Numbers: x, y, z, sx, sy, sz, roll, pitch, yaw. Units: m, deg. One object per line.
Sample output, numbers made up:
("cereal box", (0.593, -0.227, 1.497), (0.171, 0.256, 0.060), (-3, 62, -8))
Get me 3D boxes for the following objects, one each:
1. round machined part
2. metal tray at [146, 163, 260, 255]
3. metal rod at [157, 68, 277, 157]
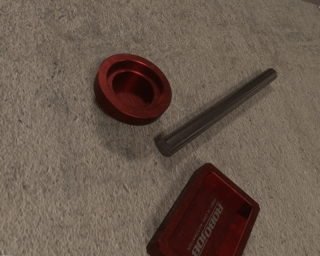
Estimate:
("round machined part", (-0.038, -0.045, 0.401), (0.099, 0.042, 0.098), (14, 56, -21))
("metal tray", (0.056, 0.115, 0.362), (0.090, 0.030, 0.131), (41, 51, -1))
("metal rod", (0.106, -0.037, 0.485), (0.302, 0.025, 0.025), (-32, 80, -38))
